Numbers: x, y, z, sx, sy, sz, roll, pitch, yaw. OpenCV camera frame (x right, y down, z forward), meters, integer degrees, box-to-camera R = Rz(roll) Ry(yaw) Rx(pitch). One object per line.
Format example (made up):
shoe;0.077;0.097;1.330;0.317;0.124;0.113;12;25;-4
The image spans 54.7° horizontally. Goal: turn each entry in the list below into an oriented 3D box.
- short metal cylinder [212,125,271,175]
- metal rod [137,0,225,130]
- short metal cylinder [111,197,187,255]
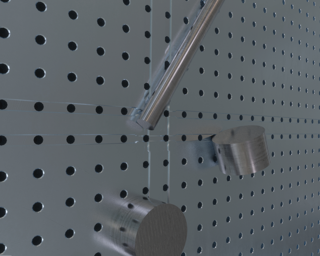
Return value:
short metal cylinder;0.126;0.033;0.480;0.081;0.080;0.050;-26;107;-37
metal rod;0.048;-0.127;0.449;0.025;0.025;0.300;43;64;-32
short metal cylinder;-0.013;0.129;0.383;0.081;0.050;0.079;0;90;-40
